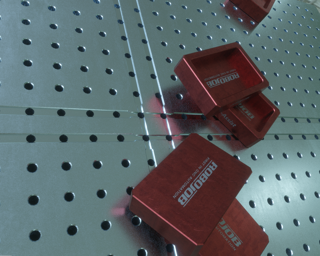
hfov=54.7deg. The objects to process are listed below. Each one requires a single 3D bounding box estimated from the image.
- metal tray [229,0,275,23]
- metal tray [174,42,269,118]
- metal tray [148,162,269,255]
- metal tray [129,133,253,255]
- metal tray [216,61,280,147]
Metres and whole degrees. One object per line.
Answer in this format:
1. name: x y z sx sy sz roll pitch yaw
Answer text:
1. metal tray: 0.219 -0.306 0.712 0.090 0.030 0.130 37 51 -4
2. metal tray: 0.095 -0.077 0.465 0.131 0.030 0.090 -23 74 -37
3. metal tray: 0.059 0.114 0.369 0.091 0.030 0.130 -35 82 -39
4. metal tray: 0.039 0.069 0.360 0.090 0.030 0.131 34 47 18
5. metal tray: 0.124 -0.043 0.500 0.130 0.030 0.091 45 51 3
